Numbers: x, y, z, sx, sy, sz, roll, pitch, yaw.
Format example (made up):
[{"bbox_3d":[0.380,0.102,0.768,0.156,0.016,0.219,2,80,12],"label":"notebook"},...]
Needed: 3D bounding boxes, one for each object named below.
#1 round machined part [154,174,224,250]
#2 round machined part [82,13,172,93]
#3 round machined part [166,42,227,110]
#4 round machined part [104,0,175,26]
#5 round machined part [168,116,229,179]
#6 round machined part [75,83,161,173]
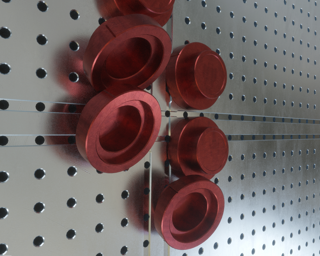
[{"bbox_3d":[0.035,0.108,0.415,0.099,0.042,0.097,-9,109,-28],"label":"round machined part"},{"bbox_3d":[-0.039,-0.082,0.341,0.099,0.097,0.042,-12,54,-39],"label":"round machined part"},{"bbox_3d":[0.059,-0.075,0.446,0.099,0.042,0.097,0,90,-40],"label":"round machined part"},{"bbox_3d":[-0.019,-0.170,0.381,0.099,0.042,0.097,0,90,-40],"label":"round machined part"},{"bbox_3d":[0.062,0.032,0.449,0.099,0.042,0.097,0,90,-40],"label":"round machined part"},{"bbox_3d":[-0.049,-0.003,0.341,0.099,0.042,0.097,-27,132,-33],"label":"round machined part"}]
